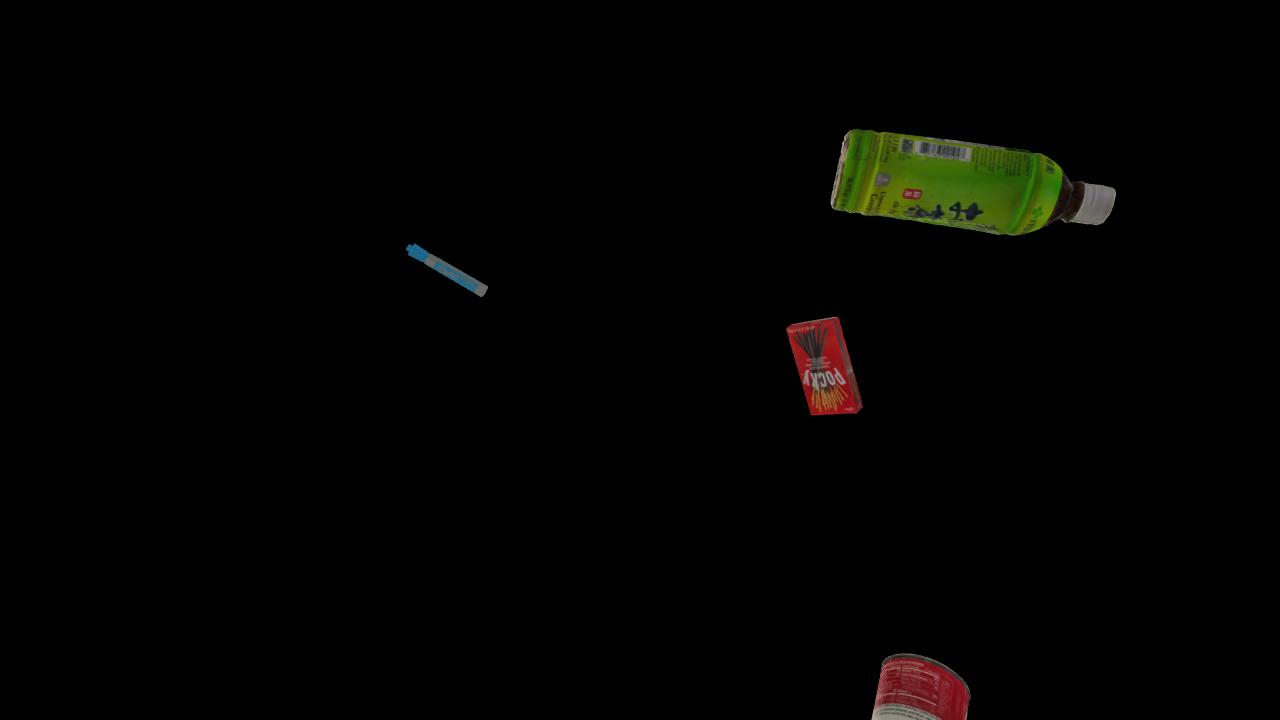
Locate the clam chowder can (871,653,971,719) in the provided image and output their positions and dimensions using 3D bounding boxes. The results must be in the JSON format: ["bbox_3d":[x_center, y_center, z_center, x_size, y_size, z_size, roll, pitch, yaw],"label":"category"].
[{"bbox_3d":[0.211,0.292,0.472,0.068,0.068,0.102,0,32,34],"label":"clam chowder can"}]

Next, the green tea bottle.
[{"bbox_3d":[0.274,-0.146,0.515,0.212,0.073,0.073,12,3,14],"label":"green tea bottle"}]

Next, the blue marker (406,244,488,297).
[{"bbox_3d":[-0.272,-0.127,0.868,0.121,0.020,0.020,31,-15,-27],"label":"blue marker"}]

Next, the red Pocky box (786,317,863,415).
[{"bbox_3d":[0.292,0.013,0.973,0.083,0.155,0.028,-10,13,44],"label":"red Pocky box"}]
